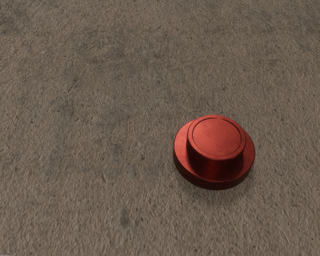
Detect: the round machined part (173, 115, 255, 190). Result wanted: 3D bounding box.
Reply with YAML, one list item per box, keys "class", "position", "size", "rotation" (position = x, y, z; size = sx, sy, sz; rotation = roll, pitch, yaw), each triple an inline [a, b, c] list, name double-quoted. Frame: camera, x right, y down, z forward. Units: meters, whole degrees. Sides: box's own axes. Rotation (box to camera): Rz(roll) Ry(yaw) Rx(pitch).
- class: "round machined part"
  position: [0.066, 0.022, 0.374]
  size: [0.099, 0.042, 0.098]
  rotation: [0, 50, 0]
